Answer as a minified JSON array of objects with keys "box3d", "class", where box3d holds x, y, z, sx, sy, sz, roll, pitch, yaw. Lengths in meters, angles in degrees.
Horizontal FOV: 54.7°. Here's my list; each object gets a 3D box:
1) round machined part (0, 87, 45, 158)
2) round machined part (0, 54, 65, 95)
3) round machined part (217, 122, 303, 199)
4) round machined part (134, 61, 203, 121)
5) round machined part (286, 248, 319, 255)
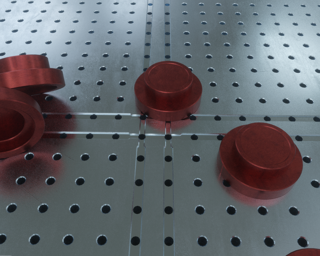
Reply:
[{"box3d":[-0.192,-0.010,0.367,0.099,0.097,0.042,-19,53,-16],"class":"round machined part"},{"box3d":[-0.182,-0.070,0.415,0.099,0.098,0.042,-12,93,-10],"class":"round machined part"},{"box3d":[0.121,0.032,0.372,0.099,0.042,0.098,0,50,0],"class":"round machined part"},{"box3d":[0.012,-0.060,0.447,0.099,0.042,0.098,0,50,0],"class":"round machined part"},{"box3d":[0.146,0.154,0.269,0.099,0.042,0.098,0,50,0],"class":"round machined part"}]
